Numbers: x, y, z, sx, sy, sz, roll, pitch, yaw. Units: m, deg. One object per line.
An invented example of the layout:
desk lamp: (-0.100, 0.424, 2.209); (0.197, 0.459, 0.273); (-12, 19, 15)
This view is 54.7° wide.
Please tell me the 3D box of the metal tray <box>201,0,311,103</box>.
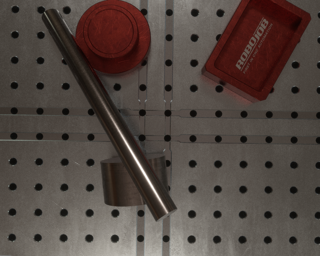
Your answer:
metal tray: (0.126, -0.110, 0.412); (0.090, 0.030, 0.130); (29, 90, -1)

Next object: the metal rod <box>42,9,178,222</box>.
metal rod: (-0.069, -0.031, 0.361); (0.025, 0.025, 0.299); (-33, 70, 0)

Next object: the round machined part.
round machined part: (-0.061, -0.120, 0.404); (0.099, 0.042, 0.097); (0, 90, -1)

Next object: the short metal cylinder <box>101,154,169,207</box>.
short metal cylinder: (-0.031, 0.062, 0.386); (0.081, 0.080, 0.050); (-6, 90, -1)
